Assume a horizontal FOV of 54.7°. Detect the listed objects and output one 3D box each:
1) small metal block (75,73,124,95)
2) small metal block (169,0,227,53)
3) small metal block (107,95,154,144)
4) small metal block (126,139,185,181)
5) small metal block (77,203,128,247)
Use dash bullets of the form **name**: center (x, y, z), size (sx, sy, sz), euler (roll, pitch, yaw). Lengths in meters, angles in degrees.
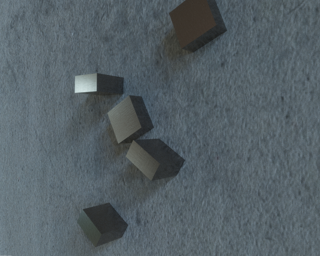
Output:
- **small metal block**: center (-0.090, -0.064, 0.460), size (0.050, 0.050, 0.025), euler (2, 91, 39)
- **small metal block**: center (0.044, -0.126, 0.367), size (0.050, 0.025, 0.050), euler (-27, 73, 36)
- **small metal block**: center (-0.042, -0.011, 0.438), size (0.050, 0.025, 0.050), euler (-34, 69, 34)
- **small metal block**: center (-0.006, 0.038, 0.391), size (0.050, 0.050, 0.025), euler (39, 114, 33)
- **small metal block**: center (-0.084, 0.141, 0.456), size (0.050, 0.050, 0.025), euler (40, 114, 32)
